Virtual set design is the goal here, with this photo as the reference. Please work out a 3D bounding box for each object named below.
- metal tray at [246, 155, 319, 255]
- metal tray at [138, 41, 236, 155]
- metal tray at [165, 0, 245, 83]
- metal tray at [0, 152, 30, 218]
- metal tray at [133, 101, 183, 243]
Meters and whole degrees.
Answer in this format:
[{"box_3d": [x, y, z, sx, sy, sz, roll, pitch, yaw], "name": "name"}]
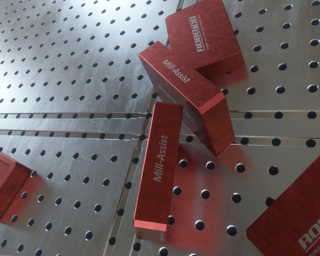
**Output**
[{"box_3d": [0.155, 0.083, 0.273, 0.130, 0.030, 0.090, -44, 51, -3], "name": "metal tray"}, {"box_3d": [0.031, -0.037, 0.370, 0.030, 0.090, 0.130, -36, 51, -6], "name": "metal tray"}, {"box_3d": [0.061, -0.129, 0.451, 0.090, 0.030, 0.130, -19, 54, 16], "name": "metal tray"}, {"box_3d": [-0.279, 0.080, 0.498, 0.130, 0.030, 0.090, 18, 71, 34], "name": "metal tray"}, {"box_3d": [0.000, 0.048, 0.333, 0.030, 0.090, 0.130, 8, 63, 3], "name": "metal tray"}]
